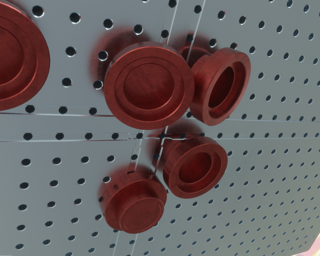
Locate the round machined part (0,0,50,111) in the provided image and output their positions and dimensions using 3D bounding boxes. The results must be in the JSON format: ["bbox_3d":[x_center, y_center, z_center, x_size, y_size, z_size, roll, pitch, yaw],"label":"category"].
[{"bbox_3d":[-0.153,-0.067,0.276,0.099,0.042,0.097,-14,125,-21],"label":"round machined part"}]

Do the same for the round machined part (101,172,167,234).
[{"bbox_3d":[-0.033,0.116,0.455,0.099,0.042,0.097,-14,125,-21],"label":"round machined part"}]

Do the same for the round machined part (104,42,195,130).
[{"bbox_3d":[-0.013,-0.050,0.352,0.099,0.042,0.097,-4,120,-7],"label":"round machined part"}]

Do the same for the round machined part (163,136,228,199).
[{"bbox_3d":[0.048,0.054,0.462,0.099,0.042,0.097,-14,125,-21],"label":"round machined part"}]

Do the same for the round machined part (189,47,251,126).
[{"bbox_3d":[0.069,-0.055,0.392,0.099,0.042,0.097,-33,140,-32],"label":"round machined part"}]
